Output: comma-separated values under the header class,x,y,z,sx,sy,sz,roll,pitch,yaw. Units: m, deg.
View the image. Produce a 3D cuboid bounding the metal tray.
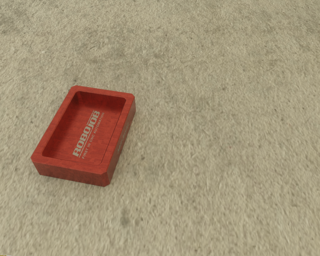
class,x,y,z,sx,sy,sz,roll,pitch,yaw
metal tray,-0.090,0.005,0.394,0.090,0.030,0.130,9,51,7
